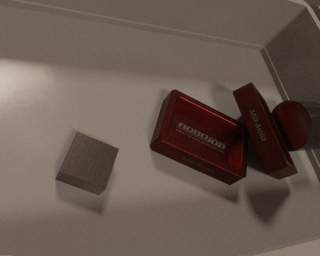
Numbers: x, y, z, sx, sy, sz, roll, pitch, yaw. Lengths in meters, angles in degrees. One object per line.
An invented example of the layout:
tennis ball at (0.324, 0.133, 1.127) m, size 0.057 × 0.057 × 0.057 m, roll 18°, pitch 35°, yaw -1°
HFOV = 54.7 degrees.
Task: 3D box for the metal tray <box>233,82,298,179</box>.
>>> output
metal tray at (0.155, 0.007, 0.456) m, size 0.090 × 0.030 × 0.130 m, roll 25°, pitch 44°, yaw -56°

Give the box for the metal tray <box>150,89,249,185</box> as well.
metal tray at (0.059, 0.013, 0.428) m, size 0.131 × 0.030 × 0.090 m, roll 25°, pitch 53°, yaw -13°

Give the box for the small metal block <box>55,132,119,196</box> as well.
small metal block at (-0.079, 0.039, 0.340) m, size 0.050 × 0.025 × 0.050 m, roll 24°, pitch 53°, yaw -14°

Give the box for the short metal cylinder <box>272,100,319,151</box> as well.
short metal cylinder at (0.223, -0.003, 0.495) m, size 0.050 × 0.080 × 0.080 m, roll -1°, pitch 62°, yaw -29°
